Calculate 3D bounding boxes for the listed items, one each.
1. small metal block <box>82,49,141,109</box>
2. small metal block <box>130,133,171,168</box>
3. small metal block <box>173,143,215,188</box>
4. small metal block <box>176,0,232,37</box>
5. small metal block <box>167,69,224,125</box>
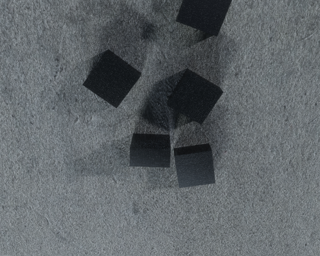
[{"bbox_3d":[-0.059,-0.061,0.387,0.050,0.025,0.050,35,106,-12],"label":"small metal block"},{"bbox_3d":[-0.012,0.029,0.407,0.050,0.050,0.025,2,110,-1],"label":"small metal block"},{"bbox_3d":[0.048,0.052,0.429,0.050,0.025,0.050,-8,110,3],"label":"small metal block"},{"bbox_3d":[0.051,-0.140,0.359,0.050,0.025,0.050,18,109,-7],"label":"small metal block"},{"bbox_3d":[0.044,-0.040,0.395,0.050,0.025,0.050,29,107,-10],"label":"small metal block"}]
